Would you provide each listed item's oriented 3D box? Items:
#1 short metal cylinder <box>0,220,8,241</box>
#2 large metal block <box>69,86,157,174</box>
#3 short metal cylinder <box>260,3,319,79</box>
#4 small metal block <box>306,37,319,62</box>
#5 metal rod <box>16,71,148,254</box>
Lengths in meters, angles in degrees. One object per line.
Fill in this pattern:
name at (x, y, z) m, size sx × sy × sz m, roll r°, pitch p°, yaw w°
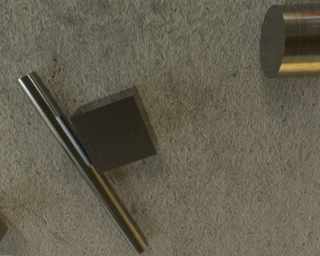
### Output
short metal cylinder at (-0.265, 0.152, 0.433) m, size 0.080 × 0.080 × 0.050 m, roll -30°, pitch 108°, yaw 10°
large metal block at (-0.055, 0.002, 0.396) m, size 0.080 × 0.050 × 0.080 m, roll -19°, pitch 109°, yaw 6°
short metal cylinder at (0.150, -0.096, 0.347) m, size 0.050 × 0.080 × 0.079 m, roll -2°, pitch 110°, yaw 0°
small metal block at (0.210, -0.093, 0.365) m, size 0.050 × 0.050 × 0.025 m, roll -2°, pitch 110°, yaw 0°
metal rod at (-0.098, 0.060, 0.430) m, size 0.025 × 0.025 × 0.299 m, roll -26°, pitch 108°, yaw 9°
